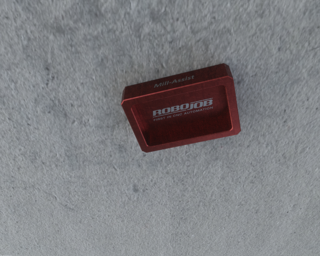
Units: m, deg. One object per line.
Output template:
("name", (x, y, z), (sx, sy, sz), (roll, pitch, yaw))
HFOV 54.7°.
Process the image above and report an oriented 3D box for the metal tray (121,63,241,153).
("metal tray", (0.028, -0.021, 0.386), (0.131, 0.030, 0.090), (-12, 129, 9))
